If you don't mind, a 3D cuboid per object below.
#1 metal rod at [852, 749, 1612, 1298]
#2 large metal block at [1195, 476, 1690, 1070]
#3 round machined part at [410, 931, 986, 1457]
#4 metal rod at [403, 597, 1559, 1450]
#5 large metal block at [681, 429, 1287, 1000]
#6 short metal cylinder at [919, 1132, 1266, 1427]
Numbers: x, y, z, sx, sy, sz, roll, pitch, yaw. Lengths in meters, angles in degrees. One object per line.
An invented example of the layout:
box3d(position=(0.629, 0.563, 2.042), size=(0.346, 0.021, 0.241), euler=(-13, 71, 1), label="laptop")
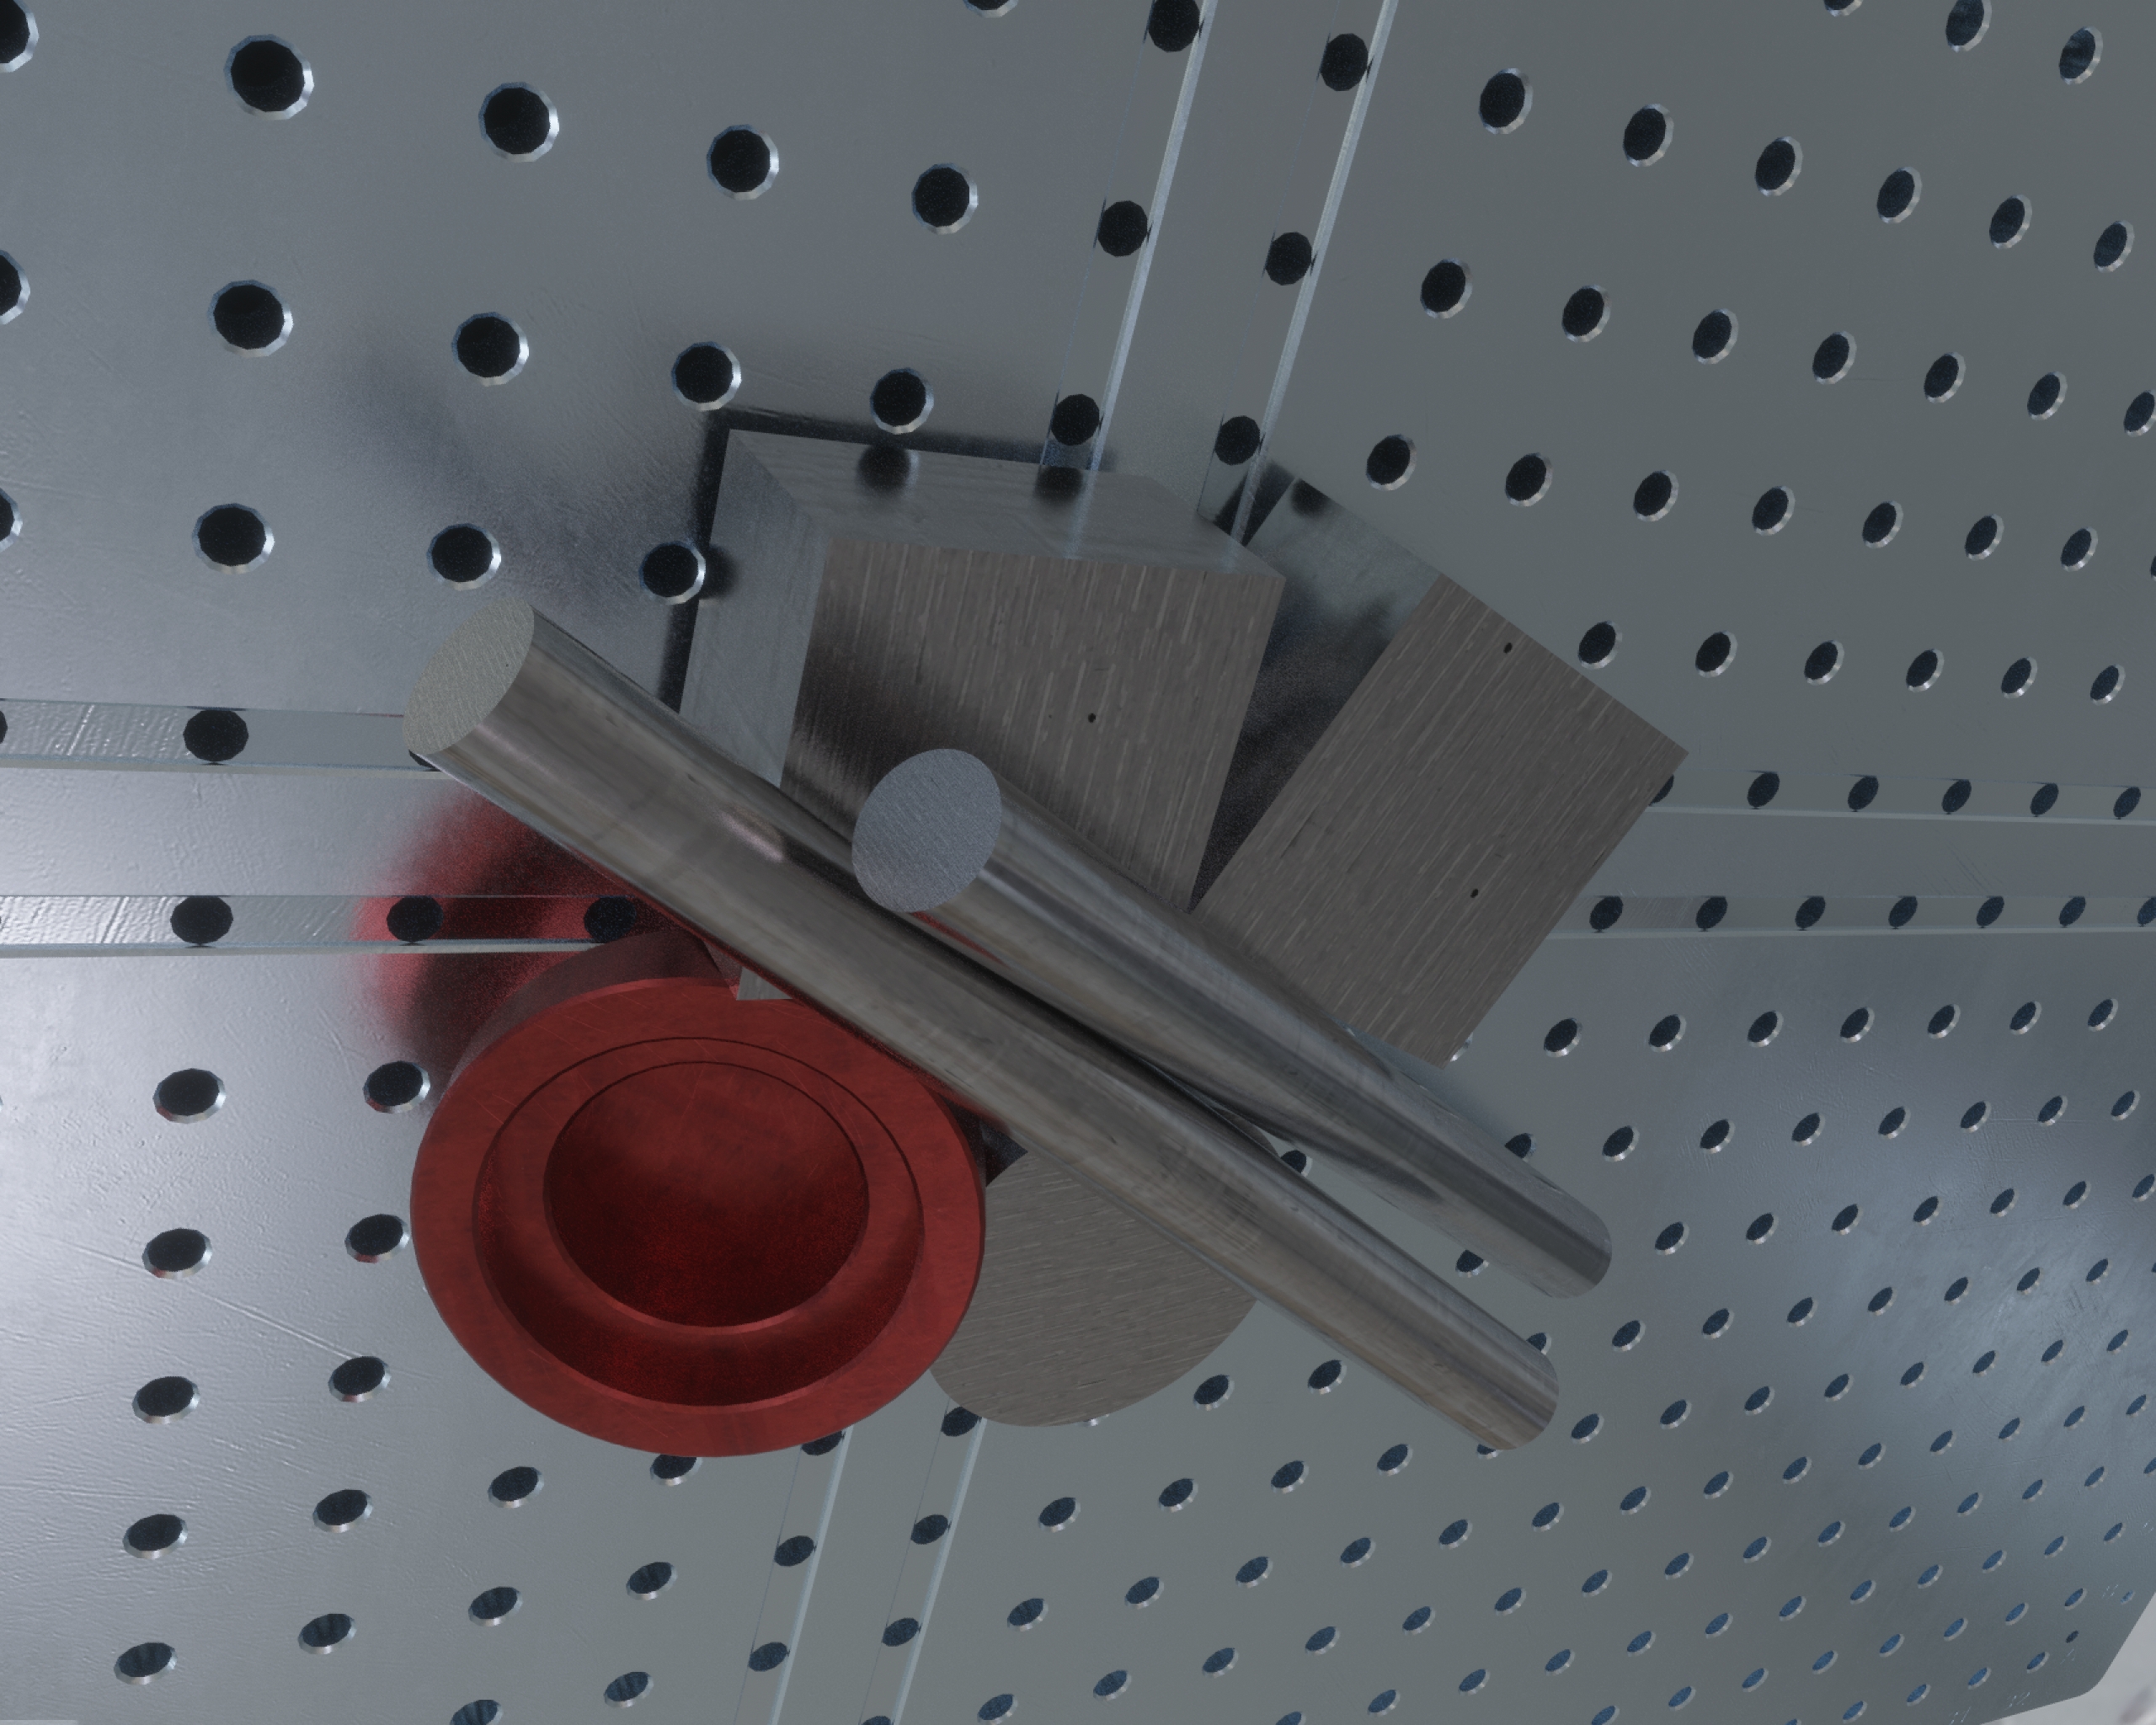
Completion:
box3d(position=(0.052, 0.048, 0.416), size=(0.025, 0.025, 0.301), euler=(-48, 144, 5), label="metal rod")
box3d(position=(0.058, -0.016, 0.411), size=(0.080, 0.050, 0.080), euler=(27, 104, -38), label="large metal block")
box3d(position=(-0.066, 0.056, 0.380), size=(0.099, 0.042, 0.097), euler=(-1, 113, -3), label="round machined part")
box3d(position=(0.008, 0.048, 0.374), size=(0.025, 0.025, 0.301), euler=(-47, 130, 5), label="metal rod")
box3d(position=(-0.021, -0.024, 0.360), size=(0.081, 0.050, 0.079), euler=(1, 118, -29), label="large metal block")
box3d(position=(-0.004, 0.068, 0.429), size=(0.081, 0.050, 0.079), euler=(-14, 124, -21), label="short metal cylinder")
